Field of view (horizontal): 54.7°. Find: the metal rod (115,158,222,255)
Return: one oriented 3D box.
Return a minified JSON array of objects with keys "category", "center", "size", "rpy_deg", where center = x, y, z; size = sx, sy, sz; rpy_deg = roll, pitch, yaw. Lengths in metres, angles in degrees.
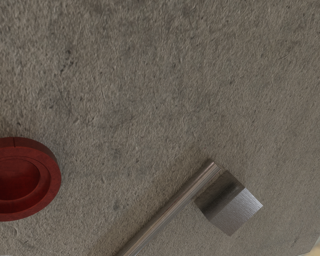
[{"category":"metal rod","center":[-0.014,0.165,0.503],"size":[0.300,0.025,0.025],"rpy_deg":[-46,130,4]}]

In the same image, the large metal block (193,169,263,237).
[{"category":"large metal block","center":[0.120,0.132,0.541],"size":[0.080,0.050,0.080],"rpy_deg":[-44,130,2]}]

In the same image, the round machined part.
[{"category":"round machined part","center":[-0.163,0.051,0.339],"size":[0.099,0.042,0.097],"rpy_deg":[-14,125,-21]}]
